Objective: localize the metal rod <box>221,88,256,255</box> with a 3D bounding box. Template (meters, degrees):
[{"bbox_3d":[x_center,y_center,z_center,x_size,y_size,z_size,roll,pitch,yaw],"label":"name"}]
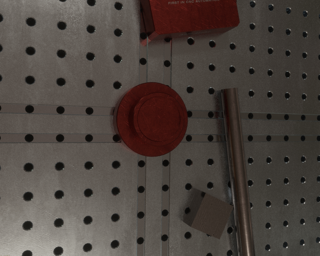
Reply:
[{"bbox_3d":[0.118,0.091,0.458,0.025,0.025,0.298,-8,93,-20],"label":"metal rod"}]

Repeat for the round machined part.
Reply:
[{"bbox_3d":[-0.008,-0.011,0.402,0.099,0.042,0.097,0,90,-21],"label":"round machined part"}]

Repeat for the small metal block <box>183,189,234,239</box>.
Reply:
[{"bbox_3d":[0.069,0.122,0.440,0.050,0.025,0.050,29,81,-18],"label":"small metal block"}]

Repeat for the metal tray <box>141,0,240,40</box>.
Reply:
[{"bbox_3d":[0.041,-0.175,0.426,0.131,0.030,0.089,-13,95,-20],"label":"metal tray"}]
